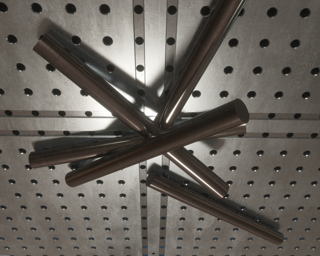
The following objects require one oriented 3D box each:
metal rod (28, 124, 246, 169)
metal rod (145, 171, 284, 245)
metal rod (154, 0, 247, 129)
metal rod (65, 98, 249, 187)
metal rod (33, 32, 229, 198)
[{"bbox_3d":[-0.036,0.021,0.428,0.301,0.025,0.025,-10,130,7],"label":"metal rod"},{"bbox_3d":[0.106,0.145,0.537,0.301,0.025,0.025,29,124,-23],"label":"metal rod"},{"bbox_3d":[0.063,-0.111,0.318,0.025,0.025,0.298,18,128,-15],"label":"metal rod"},{"bbox_3d":[-0.029,0.032,0.383,0.299,0.025,0.025,-24,128,39],"label":"metal rod"},{"bbox_3d":[-0.020,-0.002,0.383,0.301,0.025,0.025,40,120,-20],"label":"metal rod"}]
